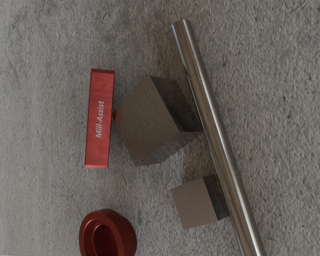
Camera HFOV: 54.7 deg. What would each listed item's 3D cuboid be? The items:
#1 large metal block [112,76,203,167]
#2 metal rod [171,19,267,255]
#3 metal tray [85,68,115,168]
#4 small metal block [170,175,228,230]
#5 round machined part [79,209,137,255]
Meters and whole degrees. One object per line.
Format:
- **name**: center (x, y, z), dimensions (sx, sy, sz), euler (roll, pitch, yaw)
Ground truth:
- **large metal block**: center (-0.005, -0.007, 0.393), dimensions (0.080, 0.050, 0.080), euler (-40, 66, 32)
- **metal rod**: center (0.065, 0.014, 0.351), dimensions (0.025, 0.025, 0.299), euler (-25, 74, 37)
- **metal tray**: center (-0.088, -0.015, 0.443), dimensions (0.090, 0.030, 0.129), euler (-159, 73, -76)
- **small metal block**: center (0.046, 0.088, 0.367), dimensions (0.050, 0.025, 0.050), euler (-29, 72, 36)
- **round machined part**: center (-0.072, 0.167, 0.453), dimensions (0.098, 0.042, 0.097), euler (0, 90, 40)
